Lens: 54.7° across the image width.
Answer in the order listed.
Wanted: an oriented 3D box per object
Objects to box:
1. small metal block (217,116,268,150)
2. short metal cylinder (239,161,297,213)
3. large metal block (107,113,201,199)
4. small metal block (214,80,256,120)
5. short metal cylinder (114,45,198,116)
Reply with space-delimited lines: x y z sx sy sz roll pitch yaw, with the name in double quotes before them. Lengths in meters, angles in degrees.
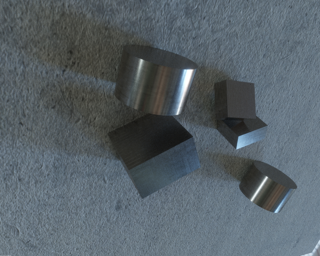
"small metal block" 0.119 -0.001 0.454 0.050 0.050 0.025 -18 133 -18
"short metal cylinder" 0.185 0.100 0.535 0.081 0.080 0.050 14 111 -34
"large metal block" -0.008 0.027 0.384 0.080 0.080 0.050 -27 128 -12
"small metal block" 0.103 -0.037 0.425 0.050 0.025 0.050 2 84 -29
"short metal cylinder" -0.005 -0.054 0.336 0.081 0.080 0.050 1 118 -29
